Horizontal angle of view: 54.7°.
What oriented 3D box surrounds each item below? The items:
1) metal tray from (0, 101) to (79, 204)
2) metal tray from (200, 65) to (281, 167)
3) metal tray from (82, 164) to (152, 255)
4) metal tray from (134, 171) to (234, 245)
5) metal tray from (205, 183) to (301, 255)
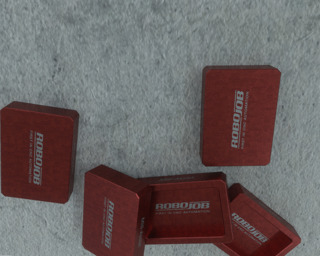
[{"bbox_3d":[-0.162,0.035,0.418,0.091,0.030,0.129,9,110,-4],"label":"metal tray"},{"bbox_3d":[0.100,-0.015,0.403,0.091,0.030,0.129,-1,110,0],"label":"metal tray"},{"bbox_3d":[-0.063,0.126,0.429,0.090,0.030,0.129,18,113,27],"label":"metal tray"},{"bbox_3d":[0.030,0.112,0.427,0.130,0.030,0.089,-7,102,15],"label":"metal tray"},{"bbox_3d":[0.132,0.154,0.465,0.130,0.030,0.090,39,105,-14],"label":"metal tray"}]
